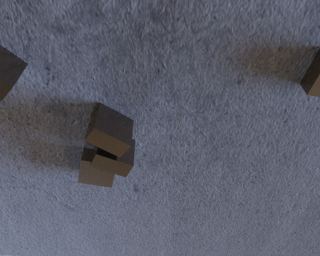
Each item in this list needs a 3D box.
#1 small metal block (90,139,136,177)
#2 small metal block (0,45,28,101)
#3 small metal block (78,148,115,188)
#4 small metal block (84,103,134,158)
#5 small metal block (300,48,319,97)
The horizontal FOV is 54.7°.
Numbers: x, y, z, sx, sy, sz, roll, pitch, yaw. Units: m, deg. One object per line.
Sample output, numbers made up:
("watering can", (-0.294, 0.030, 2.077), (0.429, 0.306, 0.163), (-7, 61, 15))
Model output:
("small metal block", (-0.063, 0.033, 0.418), (0.050, 0.050, 0.025), (20, 127, -17))
("small metal block", (-0.179, -0.065, 0.333), (0.050, 0.050, 0.025), (37, 121, -27))
("small metal block", (-0.091, 0.059, 0.456), (0.050, 0.025, 0.050), (10, 129, -10))
("small metal block", (-0.063, 0.002, 0.392), (0.050, 0.050, 0.025), (29, 124, -23))
("small metal block", (0.201, -0.062, 0.358), (0.050, 0.025, 0.050), (8, 130, -8))
